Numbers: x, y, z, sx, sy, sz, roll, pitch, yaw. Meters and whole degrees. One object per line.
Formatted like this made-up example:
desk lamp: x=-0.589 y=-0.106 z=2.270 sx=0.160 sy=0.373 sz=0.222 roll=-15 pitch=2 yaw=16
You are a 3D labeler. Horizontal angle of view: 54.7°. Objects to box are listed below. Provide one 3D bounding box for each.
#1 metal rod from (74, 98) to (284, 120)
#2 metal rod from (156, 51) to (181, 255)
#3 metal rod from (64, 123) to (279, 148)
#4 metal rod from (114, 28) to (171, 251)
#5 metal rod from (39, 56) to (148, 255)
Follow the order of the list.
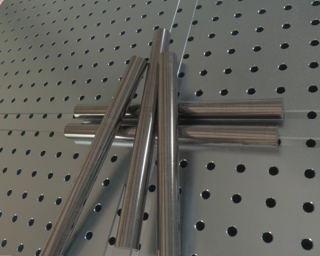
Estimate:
metal rod: x=0.005 y=-0.023 z=0.419 sx=0.300 sy=0.025 sz=0.025 roll=1 pitch=62 yaw=28
metal rod: x=0.009 y=0.043 z=0.352 sx=0.025 sy=0.025 sz=0.299 roll=-10 pitch=64 yaw=22
metal rod: x=-0.005 y=0.007 z=0.406 sx=0.300 sy=0.025 sz=0.025 roll=1 pitch=62 yaw=28
metal rod: x=-0.015 y=-0.007 z=0.388 sx=0.025 sy=0.025 sz=0.299 roll=-6 pitch=59 yaw=25
metal rod: x=-0.085 y=0.041 z=0.402 sx=0.025 sy=0.025 sz=0.299 roll=15 pitch=76 yaw=34
